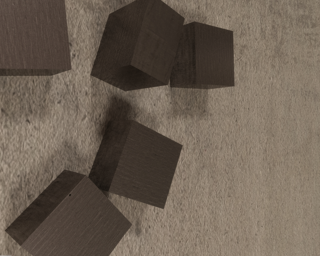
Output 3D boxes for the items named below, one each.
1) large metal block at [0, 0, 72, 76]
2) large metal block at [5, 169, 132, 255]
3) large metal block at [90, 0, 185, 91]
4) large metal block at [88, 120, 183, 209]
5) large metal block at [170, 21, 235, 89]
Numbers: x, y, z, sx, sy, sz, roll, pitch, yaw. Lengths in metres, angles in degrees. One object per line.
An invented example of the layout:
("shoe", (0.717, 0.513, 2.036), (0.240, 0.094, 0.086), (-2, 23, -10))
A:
("large metal block", (-0.132, -0.090, 0.278), (0.081, 0.050, 0.079), (-8, 96, -40))
("large metal block", (-0.090, 0.101, 0.315), (0.080, 0.050, 0.080), (-50, 120, -28))
("large metal block", (-0.026, -0.091, 0.348), (0.050, 0.080, 0.080), (23, 76, -38))
("large metal block", (-0.028, 0.043, 0.367), (0.080, 0.050, 0.080), (29, 72, -37))
("large metal block", (0.060, -0.098, 0.441), (0.081, 0.050, 0.079), (-3, 92, -40))
